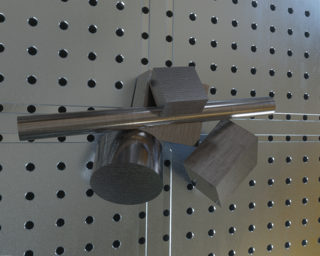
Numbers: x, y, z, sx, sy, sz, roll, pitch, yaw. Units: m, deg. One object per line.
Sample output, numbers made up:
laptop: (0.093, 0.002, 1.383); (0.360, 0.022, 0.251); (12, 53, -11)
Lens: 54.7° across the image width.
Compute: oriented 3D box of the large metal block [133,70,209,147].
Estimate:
large metal block: (0.009, -0.023, 0.399); (0.081, 0.050, 0.080); (11, 86, -20)

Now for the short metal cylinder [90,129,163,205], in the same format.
short metal cylinder: (-0.037, 0.046, 0.360); (0.080, 0.080, 0.050); (21, 41, -19)

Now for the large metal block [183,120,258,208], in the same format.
large metal block: (0.082, 0.046, 0.403); (0.080, 0.050, 0.080); (-47, 148, -14)

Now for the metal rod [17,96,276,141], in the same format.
metal rod: (0.002, -0.014, 0.357); (0.303, 0.025, 0.025); (-6, 92, -20)

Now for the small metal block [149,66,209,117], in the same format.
small metal block: (0.020, -0.042, 0.350); (0.050, 0.025, 0.050); (-6, 57, -20)
